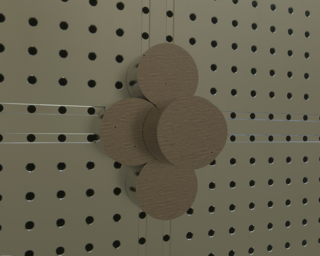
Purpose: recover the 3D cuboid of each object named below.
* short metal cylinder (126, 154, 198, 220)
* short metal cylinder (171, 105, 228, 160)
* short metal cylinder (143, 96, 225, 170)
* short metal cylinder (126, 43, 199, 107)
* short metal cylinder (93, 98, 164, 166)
[{"bbox_3d":[0.001,0.072,0.399,0.081,0.050,0.080,1,88,-20],"label":"short metal cylinder"},{"bbox_3d":[0.042,0.005,0.414,0.081,0.050,0.079,0,90,-20],"label":"short metal cylinder"},{"bbox_3d":[0.026,0.005,0.355,0.081,0.050,0.079,0,90,-20],"label":"short metal cylinder"},{"bbox_3d":[0.002,-0.064,0.400,0.081,0.050,0.079,0,90,-21],"label":"short metal cylinder"},{"bbox_3d":[-0.039,0.004,0.385,0.081,0.050,0.079,0,90,-20],"label":"short metal cylinder"}]
